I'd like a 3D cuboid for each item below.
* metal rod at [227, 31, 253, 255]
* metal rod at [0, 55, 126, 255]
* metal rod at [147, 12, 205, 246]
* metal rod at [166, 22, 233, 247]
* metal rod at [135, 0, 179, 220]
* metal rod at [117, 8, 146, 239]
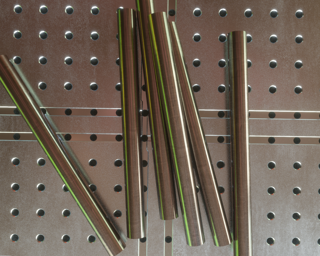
[{"bbox_3d":[0.107,0.023,0.413,0.025,0.025,0.298,-2,90,0],"label":"metal rod"},{"bbox_3d":[-0.135,0.037,0.412,0.025,0.025,0.299,-32,90,0],"label":"metal rod"},{"bbox_3d":[0.022,0.006,0.400,0.025,0.025,0.298,-10,95,0],"label":"metal rod"},{"bbox_3d":[0.047,0.008,0.413,0.025,0.025,0.299,-15,90,0],"label":"metal rod"},{"bbox_3d":[-0.004,-0.029,0.413,0.025,0.025,0.298,-6,90,0],"label":"metal rod"},{"bbox_3d":[-0.038,-0.006,0.413,0.025,0.025,0.298,-3,90,0],"label":"metal rod"}]
